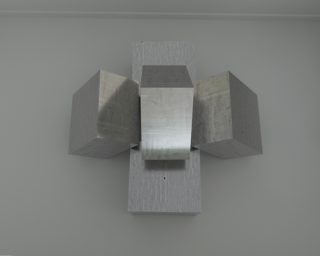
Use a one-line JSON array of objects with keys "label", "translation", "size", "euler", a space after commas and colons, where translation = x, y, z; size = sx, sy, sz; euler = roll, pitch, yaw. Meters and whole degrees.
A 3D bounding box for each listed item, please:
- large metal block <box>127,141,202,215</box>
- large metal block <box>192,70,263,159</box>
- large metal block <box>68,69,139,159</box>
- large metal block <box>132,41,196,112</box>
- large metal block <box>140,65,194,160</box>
[{"label": "large metal block", "translation": [0.006, 0.062, 0.372], "size": [0.080, 0.050, 0.080], "euler": [1, 70, 0]}, {"label": "large metal block", "translation": [0.081, -0.011, 0.376], "size": [0.050, 0.080, 0.080], "euler": [-14, 66, 36]}, {"label": "large metal block", "translation": [-0.069, -0.012, 0.375], "size": [0.050, 0.080, 0.080], "euler": [13, 66, -35]}, {"label": "large metal block", "translation": [0.005, -0.068, 0.417], "size": [0.081, 0.050, 0.080], "euler": [-1, 70, -1]}, {"label": "large metal block", "translation": [0.006, -0.020, 0.344], "size": [0.050, 0.079, 0.080], "euler": [0, 26, -1]}]
